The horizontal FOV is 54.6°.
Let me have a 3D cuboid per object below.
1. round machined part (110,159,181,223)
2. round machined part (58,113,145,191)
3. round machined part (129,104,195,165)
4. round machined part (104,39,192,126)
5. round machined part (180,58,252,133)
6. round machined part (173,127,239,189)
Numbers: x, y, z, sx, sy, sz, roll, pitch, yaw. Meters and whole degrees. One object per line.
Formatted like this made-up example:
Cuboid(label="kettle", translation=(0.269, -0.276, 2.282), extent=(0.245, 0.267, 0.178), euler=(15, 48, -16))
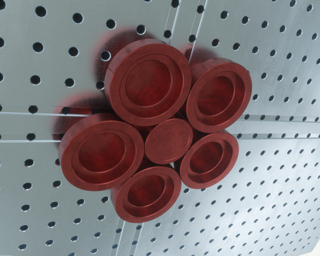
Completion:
Cuboid(label="round machined part", translation=(-0.023, 0.083, 0.437), extent=(0.099, 0.042, 0.097), euler=(-14, 124, -21))
Cuboid(label="round machined part", translation=(-0.072, 0.025, 0.375), extent=(0.099, 0.042, 0.097), euler=(-14, 124, -21))
Cuboid(label="round machined part", translation=(0.004, 0.009, 0.406), extent=(0.099, 0.042, 0.097), euler=(-14, 124, -21))
Cuboid(label="round machined part", translation=(-0.017, -0.054, 0.357), extent=(0.099, 0.042, 0.097), euler=(-14, 124, -21))
Cuboid(label="round machined part", translation=(0.068, -0.045, 0.408), extent=(0.099, 0.042, 0.097), euler=(-14, 124, -21))
Cuboid(label="round machined part", translation=(0.063, 0.039, 0.458), extent=(0.099, 0.042, 0.097), euler=(-14, 124, -21))
